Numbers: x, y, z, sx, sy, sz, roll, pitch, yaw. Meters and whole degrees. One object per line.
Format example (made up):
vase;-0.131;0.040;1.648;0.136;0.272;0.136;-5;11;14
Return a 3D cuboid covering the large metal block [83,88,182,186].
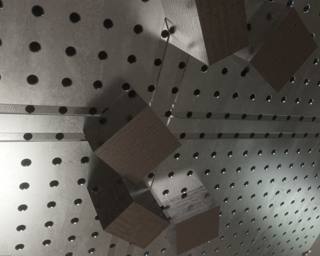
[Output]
large metal block;-0.033;0.012;0.386;0.080;0.050;0.080;-41;130;-1

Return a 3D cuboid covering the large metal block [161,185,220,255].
large metal block;0.052;0.155;0.522;0.081;0.050;0.079;-17;126;-19

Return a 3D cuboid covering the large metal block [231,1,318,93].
large metal block;0.149;-0.106;0.413;0.080;0.050;0.080;32;100;-39

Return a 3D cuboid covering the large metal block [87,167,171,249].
large metal block;-0.043;0.105;0.419;0.050;0.080;0.080;-45;130;2

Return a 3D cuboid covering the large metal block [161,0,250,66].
large metal block;0.043;-0.123;0.325;0.050;0.080;0.080;-29;129;-10
